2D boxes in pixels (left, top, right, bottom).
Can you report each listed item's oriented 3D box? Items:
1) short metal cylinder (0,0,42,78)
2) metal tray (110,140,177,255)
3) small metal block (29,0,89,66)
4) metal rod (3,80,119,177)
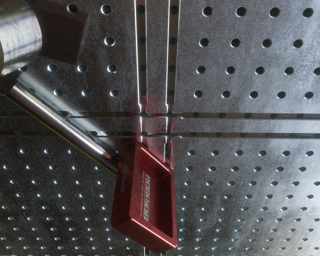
[{"bbox_3d":[-0.164,-0.091,0.298,0.080,0.050,0.079,11,124,18],"label":"short metal cylinder"},{"bbox_3d":[-0.018,0.089,0.419,0.030,0.130,0.090,-32,123,24],"label":"metal tray"},{"bbox_3d":[-0.107,-0.100,0.325,0.050,0.025,0.050,15,129,-13],"label":"small metal block"},{"bbox_3d":[-0.083,0.040,0.444,0.025,0.025,0.300,-32,124,24],"label":"metal rod"}]
